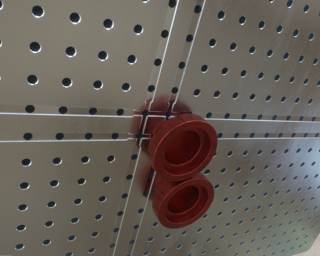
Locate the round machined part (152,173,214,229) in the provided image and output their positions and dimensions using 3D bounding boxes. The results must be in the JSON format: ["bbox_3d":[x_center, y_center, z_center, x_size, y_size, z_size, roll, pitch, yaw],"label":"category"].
[{"bbox_3d":[0.032,0.107,0.486,0.099,0.042,0.097,-14,125,-21],"label":"round machined part"}]

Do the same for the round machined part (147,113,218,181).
[{"bbox_3d":[0.027,0.023,0.431,0.099,0.042,0.097,-14,125,-21],"label":"round machined part"}]
